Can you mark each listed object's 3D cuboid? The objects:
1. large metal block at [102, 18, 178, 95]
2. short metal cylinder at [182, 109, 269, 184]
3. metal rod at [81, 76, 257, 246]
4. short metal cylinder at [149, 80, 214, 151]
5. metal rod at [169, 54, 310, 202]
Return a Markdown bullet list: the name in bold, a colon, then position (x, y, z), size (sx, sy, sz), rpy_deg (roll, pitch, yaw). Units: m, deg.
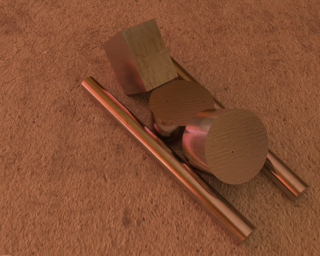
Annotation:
- **large metal block**: position (-0.029, -0.094, 0.428), size (0.050, 0.080, 0.080), rpy_deg (-29, 14, -23)
- **short metal cylinder**: position (0.072, 0.018, 0.346), size (0.081, 0.080, 0.050), rpy_deg (-25, 12, -20)
- **metal rod**: position (-0.008, 0.022, 0.385), size (0.025, 0.025, 0.300), rpy_deg (-33, 58, -25)
- **short metal cylinder**: position (0.027, -0.017, 0.403), size (0.081, 0.050, 0.080), rpy_deg (0, 50, 0)
- **metal rod**: position (0.077, -0.024, 0.425), size (0.025, 0.025, 0.300), rpy_deg (-26, 55, -20)
